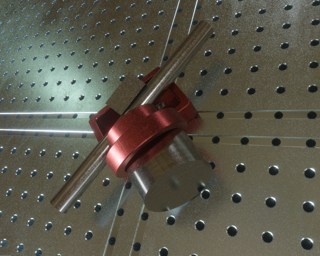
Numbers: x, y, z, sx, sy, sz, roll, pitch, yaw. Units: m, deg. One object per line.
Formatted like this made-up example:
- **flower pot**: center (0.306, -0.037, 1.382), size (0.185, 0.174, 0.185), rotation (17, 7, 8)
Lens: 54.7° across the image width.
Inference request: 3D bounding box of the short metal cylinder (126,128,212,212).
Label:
- **short metal cylinder**: center (0.009, 0.046, 0.337), size (0.080, 0.080, 0.050), rotation (-37, 51, 3)

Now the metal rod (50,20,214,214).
- **metal rod**: center (-0.030, -0.021, 0.396), size (0.025, 0.025, 0.300), rotation (32, 79, 37)

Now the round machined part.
- **round machined part**: center (-0.020, 0.010, 0.351), size (0.098, 0.098, 0.042), rotation (-39, 73, 1)

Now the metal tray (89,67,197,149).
- **metal tray**: center (-0.027, -0.015, 0.426), size (0.130, 0.030, 0.090), rotation (-37, 51, 3)

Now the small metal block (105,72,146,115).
- **small metal block**: center (-0.042, -0.044, 0.412), size (0.025, 0.050, 0.050), rotation (38, 93, 1)
